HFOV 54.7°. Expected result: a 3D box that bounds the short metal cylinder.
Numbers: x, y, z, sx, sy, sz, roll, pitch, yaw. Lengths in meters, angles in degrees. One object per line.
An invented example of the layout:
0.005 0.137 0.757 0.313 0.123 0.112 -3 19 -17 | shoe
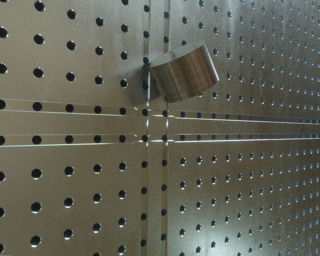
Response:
0.030 -0.073 0.401 0.080 0.080 0.050 -39 114 -33 | short metal cylinder
